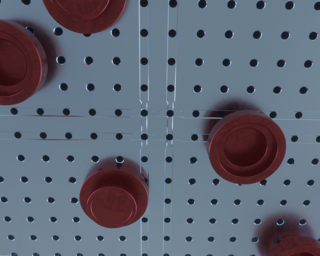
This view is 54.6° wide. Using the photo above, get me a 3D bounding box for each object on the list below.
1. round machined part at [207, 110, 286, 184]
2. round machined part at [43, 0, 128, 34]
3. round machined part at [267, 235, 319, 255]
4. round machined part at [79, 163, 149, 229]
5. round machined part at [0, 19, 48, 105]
[{"bbox_3d":[0.111,0.022,0.413,0.099,0.042,0.097,0,110,0],"label":"round machined part"},{"bbox_3d":[-0.086,-0.156,0.346,0.099,0.042,0.097,0,110,0],"label":"round machined part"},{"bbox_3d":[0.212,0.208,0.482,0.099,0.042,0.097,0,110,0],"label":"round machined part"},{"bbox_3d":[-0.066,0.102,0.441,0.099,0.042,0.097,0,110,0],"label":"round machined part"},{"bbox_3d":[-0.185,-0.080,0.374,0.099,0.042,0.097,0,110,0],"label":"round machined part"}]
